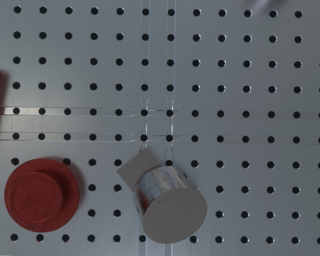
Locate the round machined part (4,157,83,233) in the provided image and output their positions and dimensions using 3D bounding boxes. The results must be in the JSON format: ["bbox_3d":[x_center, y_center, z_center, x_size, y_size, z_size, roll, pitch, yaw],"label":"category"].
[{"bbox_3d":[-0.155,0.088,0.404,0.099,0.042,0.097,0,90,0],"label":"round machined part"}]

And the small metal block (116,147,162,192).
[{"bbox_3d":[-0.021,0.060,0.413,0.050,0.025,0.050,-38,90,0],"label":"small metal block"}]

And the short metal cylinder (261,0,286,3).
[{"bbox_3d":[0.156,-0.212,0.402,0.081,0.050,0.080,0,90,0],"label":"short metal cylinder"}]

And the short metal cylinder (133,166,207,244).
[{"bbox_3d":[0.011,0.095,0.385,0.081,0.050,0.079,-7,115,-16],"label":"short metal cylinder"}]
